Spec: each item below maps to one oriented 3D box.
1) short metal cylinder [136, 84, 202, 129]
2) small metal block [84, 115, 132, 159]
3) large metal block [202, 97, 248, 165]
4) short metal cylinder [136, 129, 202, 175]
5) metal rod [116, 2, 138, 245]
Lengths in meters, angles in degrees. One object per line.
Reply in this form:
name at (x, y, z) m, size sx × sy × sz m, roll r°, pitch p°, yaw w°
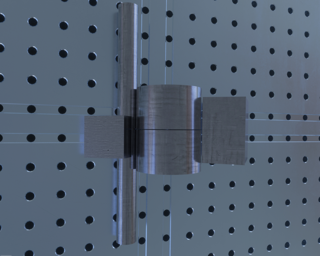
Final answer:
short metal cylinder at (0.011, -0.024, 0.383) m, size 0.081 × 0.080 × 0.050 m, roll 1°, pitch 90°, yaw -20°
small metal block at (-0.062, 0.010, 0.374) m, size 0.050 × 0.025 × 0.050 m, roll 0°, pitch 89°, yaw 14°
large metal block at (0.087, 0.003, 0.404) m, size 0.050 × 0.080 × 0.079 m, roll 1°, pitch 90°, yaw 18°
short metal cylinder at (0.011, 0.027, 0.383) m, size 0.081 × 0.080 × 0.050 m, roll 1°, pitch 90°, yaw -20°
metal rod at (-0.041, -0.005, 0.393) m, size 0.025 × 0.025 × 0.298 m, roll 0°, pitch 90°, yaw -20°
